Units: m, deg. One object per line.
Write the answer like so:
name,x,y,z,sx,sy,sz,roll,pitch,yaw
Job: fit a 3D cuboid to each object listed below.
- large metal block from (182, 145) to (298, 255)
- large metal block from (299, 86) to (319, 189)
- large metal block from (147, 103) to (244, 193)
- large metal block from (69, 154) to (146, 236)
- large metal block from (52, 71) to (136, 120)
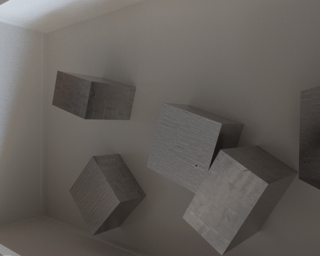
large metal block,0.080,0.066,0.305,0.050,0.081,0.079,38,113,33
large metal block,0.148,0.008,0.239,0.050,0.080,0.079,1,91,5
large metal block,0.039,0.021,0.358,0.080,0.050,0.079,23,105,37
large metal block,-0.079,0.096,0.456,0.080,0.050,0.080,-52,60,27
large metal block,-0.095,-0.046,0.450,0.080,0.081,0.050,21,103,38
